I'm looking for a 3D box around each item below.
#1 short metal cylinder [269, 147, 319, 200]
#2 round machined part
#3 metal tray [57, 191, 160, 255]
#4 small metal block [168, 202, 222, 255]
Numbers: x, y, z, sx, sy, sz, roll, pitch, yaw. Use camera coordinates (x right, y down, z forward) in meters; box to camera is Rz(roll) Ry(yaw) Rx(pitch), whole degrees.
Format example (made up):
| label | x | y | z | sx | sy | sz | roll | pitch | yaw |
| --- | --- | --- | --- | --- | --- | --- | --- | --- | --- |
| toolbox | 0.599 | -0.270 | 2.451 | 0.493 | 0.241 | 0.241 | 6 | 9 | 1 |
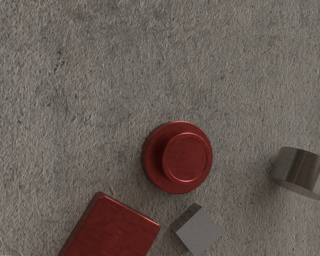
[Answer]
| label | x | y | z | sx | sy | sz | roll | pitch | yaw |
| --- | --- | --- | --- | --- | --- | --- | --- | --- | --- |
| short metal cylinder | 0.210 | 0.067 | 0.460 | 0.080 | 0.080 | 0.050 | 28 | 81 | -18 |
| round machined part | 0.028 | 0.039 | 0.412 | 0.099 | 0.042 | 0.097 | 0 | 90 | -21 |
| metal tray | -0.071 | 0.156 | 0.381 | 0.090 | 0.030 | 0.130 | 34 | 79 | -17 |
| small metal block | 0.049 | 0.141 | 0.429 | 0.050 | 0.025 | 0.050 | -40 | 103 | -16 |
